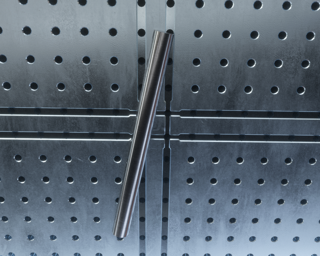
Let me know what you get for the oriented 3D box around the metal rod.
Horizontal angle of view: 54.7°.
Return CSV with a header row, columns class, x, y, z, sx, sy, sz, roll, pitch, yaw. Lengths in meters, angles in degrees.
class,x,y,z,sx,sy,sz,roll,pitch,yaw
metal rod,-0.028,0.022,0.420,0.025,0.025,0.298,12,110,-5
